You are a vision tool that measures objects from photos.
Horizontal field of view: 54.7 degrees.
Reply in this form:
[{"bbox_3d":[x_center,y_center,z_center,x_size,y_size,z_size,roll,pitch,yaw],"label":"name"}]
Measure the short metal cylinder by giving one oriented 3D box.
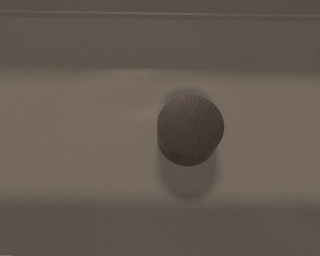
[{"bbox_3d":[0.037,0.005,0.395,0.081,0.050,0.080,0,70,0],"label":"short metal cylinder"}]
